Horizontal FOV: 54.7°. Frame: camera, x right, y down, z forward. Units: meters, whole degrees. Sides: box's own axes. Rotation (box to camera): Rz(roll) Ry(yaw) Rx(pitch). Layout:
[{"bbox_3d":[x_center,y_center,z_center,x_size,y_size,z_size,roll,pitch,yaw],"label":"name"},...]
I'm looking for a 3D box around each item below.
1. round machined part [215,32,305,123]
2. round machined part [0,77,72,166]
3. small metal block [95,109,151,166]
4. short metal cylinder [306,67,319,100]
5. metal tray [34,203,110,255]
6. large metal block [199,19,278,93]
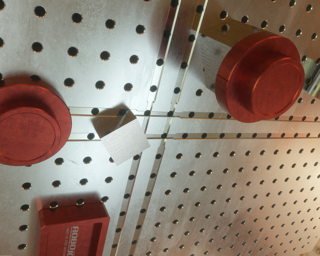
[{"bbox_3d":[0.111,-0.048,0.328,0.099,0.042,0.097,-14,124,-21],"label":"round machined part"},{"bbox_3d":[-0.142,0.000,0.323,0.099,0.042,0.097,-14,124,-21],"label":"round machined part"},{"bbox_3d":[-0.047,0.013,0.393,0.050,0.025,0.050,-30,129,-9],"label":"small metal block"},{"bbox_3d":[0.283,-0.063,0.491,0.081,0.080,0.050,10,113,-33],"label":"short metal cylinder"},{"bbox_3d":[-0.128,0.171,0.443,0.091,0.030,0.129,0,118,-29],"label":"metal tray"},{"bbox_3d":[0.095,-0.078,0.379,0.050,0.080,0.080,-25,128,-13],"label":"large metal block"}]
